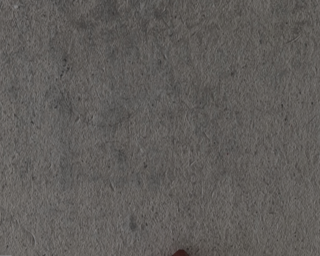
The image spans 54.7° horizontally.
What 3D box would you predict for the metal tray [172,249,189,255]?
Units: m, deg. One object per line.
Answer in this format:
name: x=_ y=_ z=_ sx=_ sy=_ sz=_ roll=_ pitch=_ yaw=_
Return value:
metal tray: x=0.010 y=0.238 z=0.407 sx=0.130 sy=0.030 sz=0.090 roll=-41 pitch=90 yaw=0
